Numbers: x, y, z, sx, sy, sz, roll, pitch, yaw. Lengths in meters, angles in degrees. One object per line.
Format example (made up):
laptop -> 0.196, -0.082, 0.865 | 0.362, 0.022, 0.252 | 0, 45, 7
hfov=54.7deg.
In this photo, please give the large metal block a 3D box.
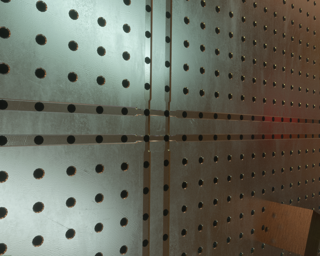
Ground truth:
large metal block -> 0.250, 0.192, 0.583 | 0.050, 0.080, 0.080 | 32, 70, -36
